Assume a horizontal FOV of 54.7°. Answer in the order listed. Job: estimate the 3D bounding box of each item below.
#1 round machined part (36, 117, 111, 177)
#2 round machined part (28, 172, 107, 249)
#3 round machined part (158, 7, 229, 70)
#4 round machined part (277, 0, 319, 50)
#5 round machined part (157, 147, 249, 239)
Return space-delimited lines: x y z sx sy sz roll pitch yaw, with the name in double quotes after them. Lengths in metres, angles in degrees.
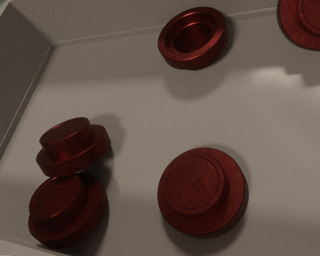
-0.120 0.019 0.416 0.098 0.042 0.098 -17 24 8 "round machined part"
-0.119 0.093 0.381 0.098 0.042 0.098 -15 39 13 "round machined part"
0.050 -0.122 0.442 0.098 0.042 0.098 -13 56 20 "round machined part"
0.185 -0.137 0.346 0.098 0.042 0.097 3 104 11 "round machined part"
0.041 0.065 0.333 0.098 0.042 0.098 -13 56 20 "round machined part"
